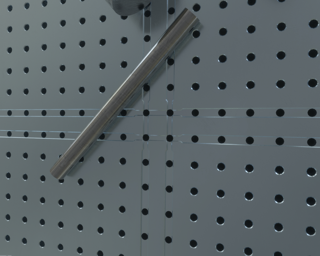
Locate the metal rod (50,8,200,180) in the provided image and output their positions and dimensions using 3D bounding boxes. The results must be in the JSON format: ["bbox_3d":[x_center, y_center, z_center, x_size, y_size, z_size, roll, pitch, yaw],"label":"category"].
[{"bbox_3d":[-0.057,-0.039,0.432,0.025,0.025,0.299,46,104,14],"label":"metal rod"}]

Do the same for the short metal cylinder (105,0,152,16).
[{"bbox_3d":[-0.043,-0.193,0.398,0.080,0.080,0.050,-42,77,15],"label":"short metal cylinder"}]
